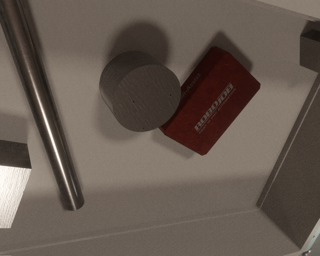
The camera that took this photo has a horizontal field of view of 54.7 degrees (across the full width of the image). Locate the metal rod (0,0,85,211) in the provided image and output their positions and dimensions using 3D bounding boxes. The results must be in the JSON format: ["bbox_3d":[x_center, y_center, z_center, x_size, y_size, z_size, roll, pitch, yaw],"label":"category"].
[{"bbox_3d":[-0.123,-0.024,0.327,0.025,0.025,0.298,-18,126,-18],"label":"metal rod"}]

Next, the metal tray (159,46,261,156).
[{"bbox_3d":[0.067,-0.033,0.424,0.090,0.030,0.130,30,101,-38],"label":"metal tray"}]

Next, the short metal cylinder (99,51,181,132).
[{"bbox_3d":[-0.023,-0.042,0.355,0.081,0.050,0.079,-14,125,-21],"label":"short metal cylinder"}]

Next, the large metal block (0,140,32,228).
[{"bbox_3d":[-0.190,0.056,0.324,0.081,0.050,0.079,13,111,-34],"label":"large metal block"}]

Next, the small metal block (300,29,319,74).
[{"bbox_3d":[0.235,-0.111,0.455,0.025,0.050,0.050,-28,128,-11],"label":"small metal block"}]
